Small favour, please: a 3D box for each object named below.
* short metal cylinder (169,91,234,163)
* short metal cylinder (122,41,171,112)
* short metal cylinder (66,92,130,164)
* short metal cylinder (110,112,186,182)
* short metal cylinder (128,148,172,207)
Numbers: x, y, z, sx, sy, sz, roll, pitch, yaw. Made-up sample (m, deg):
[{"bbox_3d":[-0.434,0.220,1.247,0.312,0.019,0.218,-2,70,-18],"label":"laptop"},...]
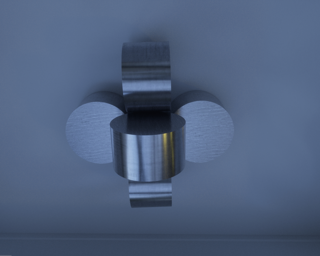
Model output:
[{"bbox_3d":[0.049,-0.003,0.395,0.081,0.050,0.079,0,110,0],"label":"short metal cylinder"},{"bbox_3d":[-0.014,-0.059,0.358,0.050,0.080,0.079,-2,110,0],"label":"short metal cylinder"},{"bbox_3d":[-0.073,-0.002,0.395,0.081,0.050,0.079,0,110,0],"label":"short metal cylinder"},{"bbox_3d":[-0.012,0.017,0.339,0.080,0.080,0.050,-1,110,0],"label":"short metal cylinder"},{"bbox_3d":[-0.012,0.062,0.403,0.050,0.080,0.079,-2,110,0],"label":"short metal cylinder"}]
